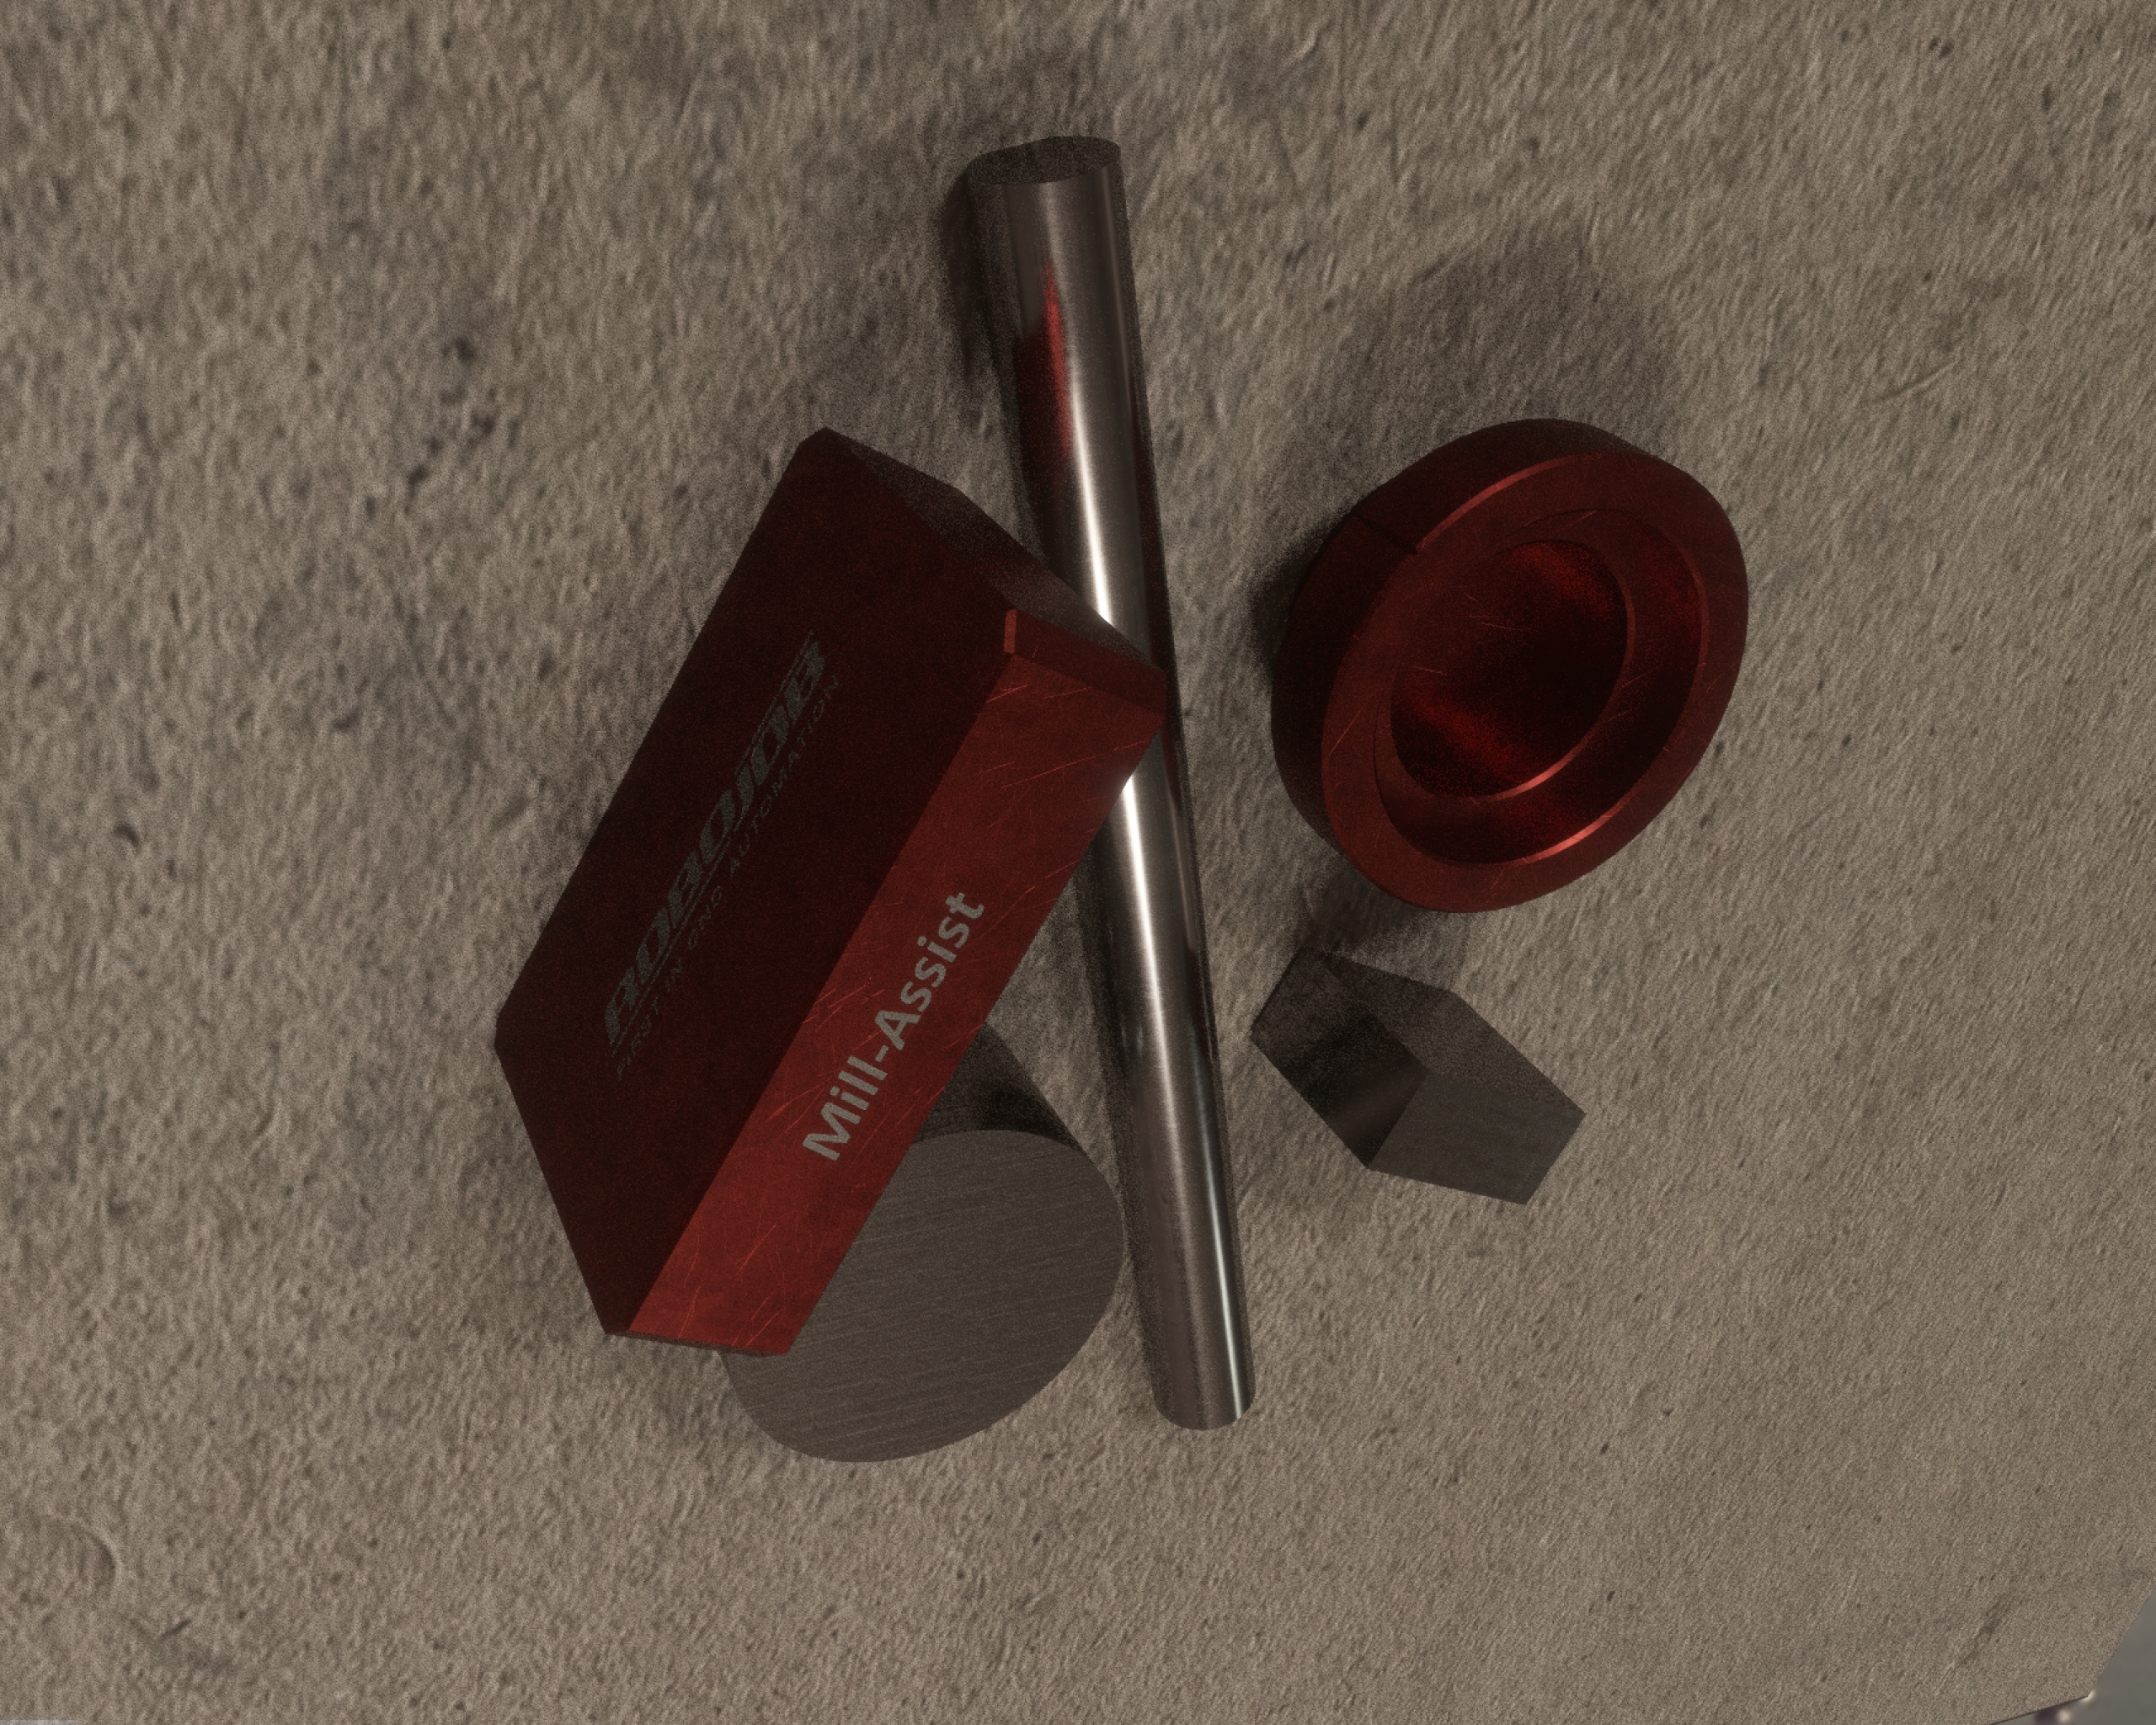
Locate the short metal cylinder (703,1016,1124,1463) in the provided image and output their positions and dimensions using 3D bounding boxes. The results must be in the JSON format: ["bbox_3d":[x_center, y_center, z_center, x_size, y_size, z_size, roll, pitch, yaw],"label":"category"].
[{"bbox_3d":[-0.038,0.072,0.417,0.081,0.050,0.079,-14,125,-21],"label":"short metal cylinder"}]

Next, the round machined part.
[{"bbox_3d":[0.081,-0.042,0.417,0.099,0.042,0.097,-14,125,-21],"label":"round machined part"}]

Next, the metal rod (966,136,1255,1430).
[{"bbox_3d":[0.013,0.007,0.422,0.025,0.025,0.298,-21,127,-17],"label":"metal rod"}]

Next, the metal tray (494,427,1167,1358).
[{"bbox_3d":[-0.047,0.003,0.344,0.030,0.090,0.129,20,108,-36],"label":"metal tray"}]

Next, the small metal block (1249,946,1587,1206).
[{"bbox_3d":[0.074,0.047,0.460,0.050,0.050,0.025,18,109,-36],"label":"small metal block"}]
